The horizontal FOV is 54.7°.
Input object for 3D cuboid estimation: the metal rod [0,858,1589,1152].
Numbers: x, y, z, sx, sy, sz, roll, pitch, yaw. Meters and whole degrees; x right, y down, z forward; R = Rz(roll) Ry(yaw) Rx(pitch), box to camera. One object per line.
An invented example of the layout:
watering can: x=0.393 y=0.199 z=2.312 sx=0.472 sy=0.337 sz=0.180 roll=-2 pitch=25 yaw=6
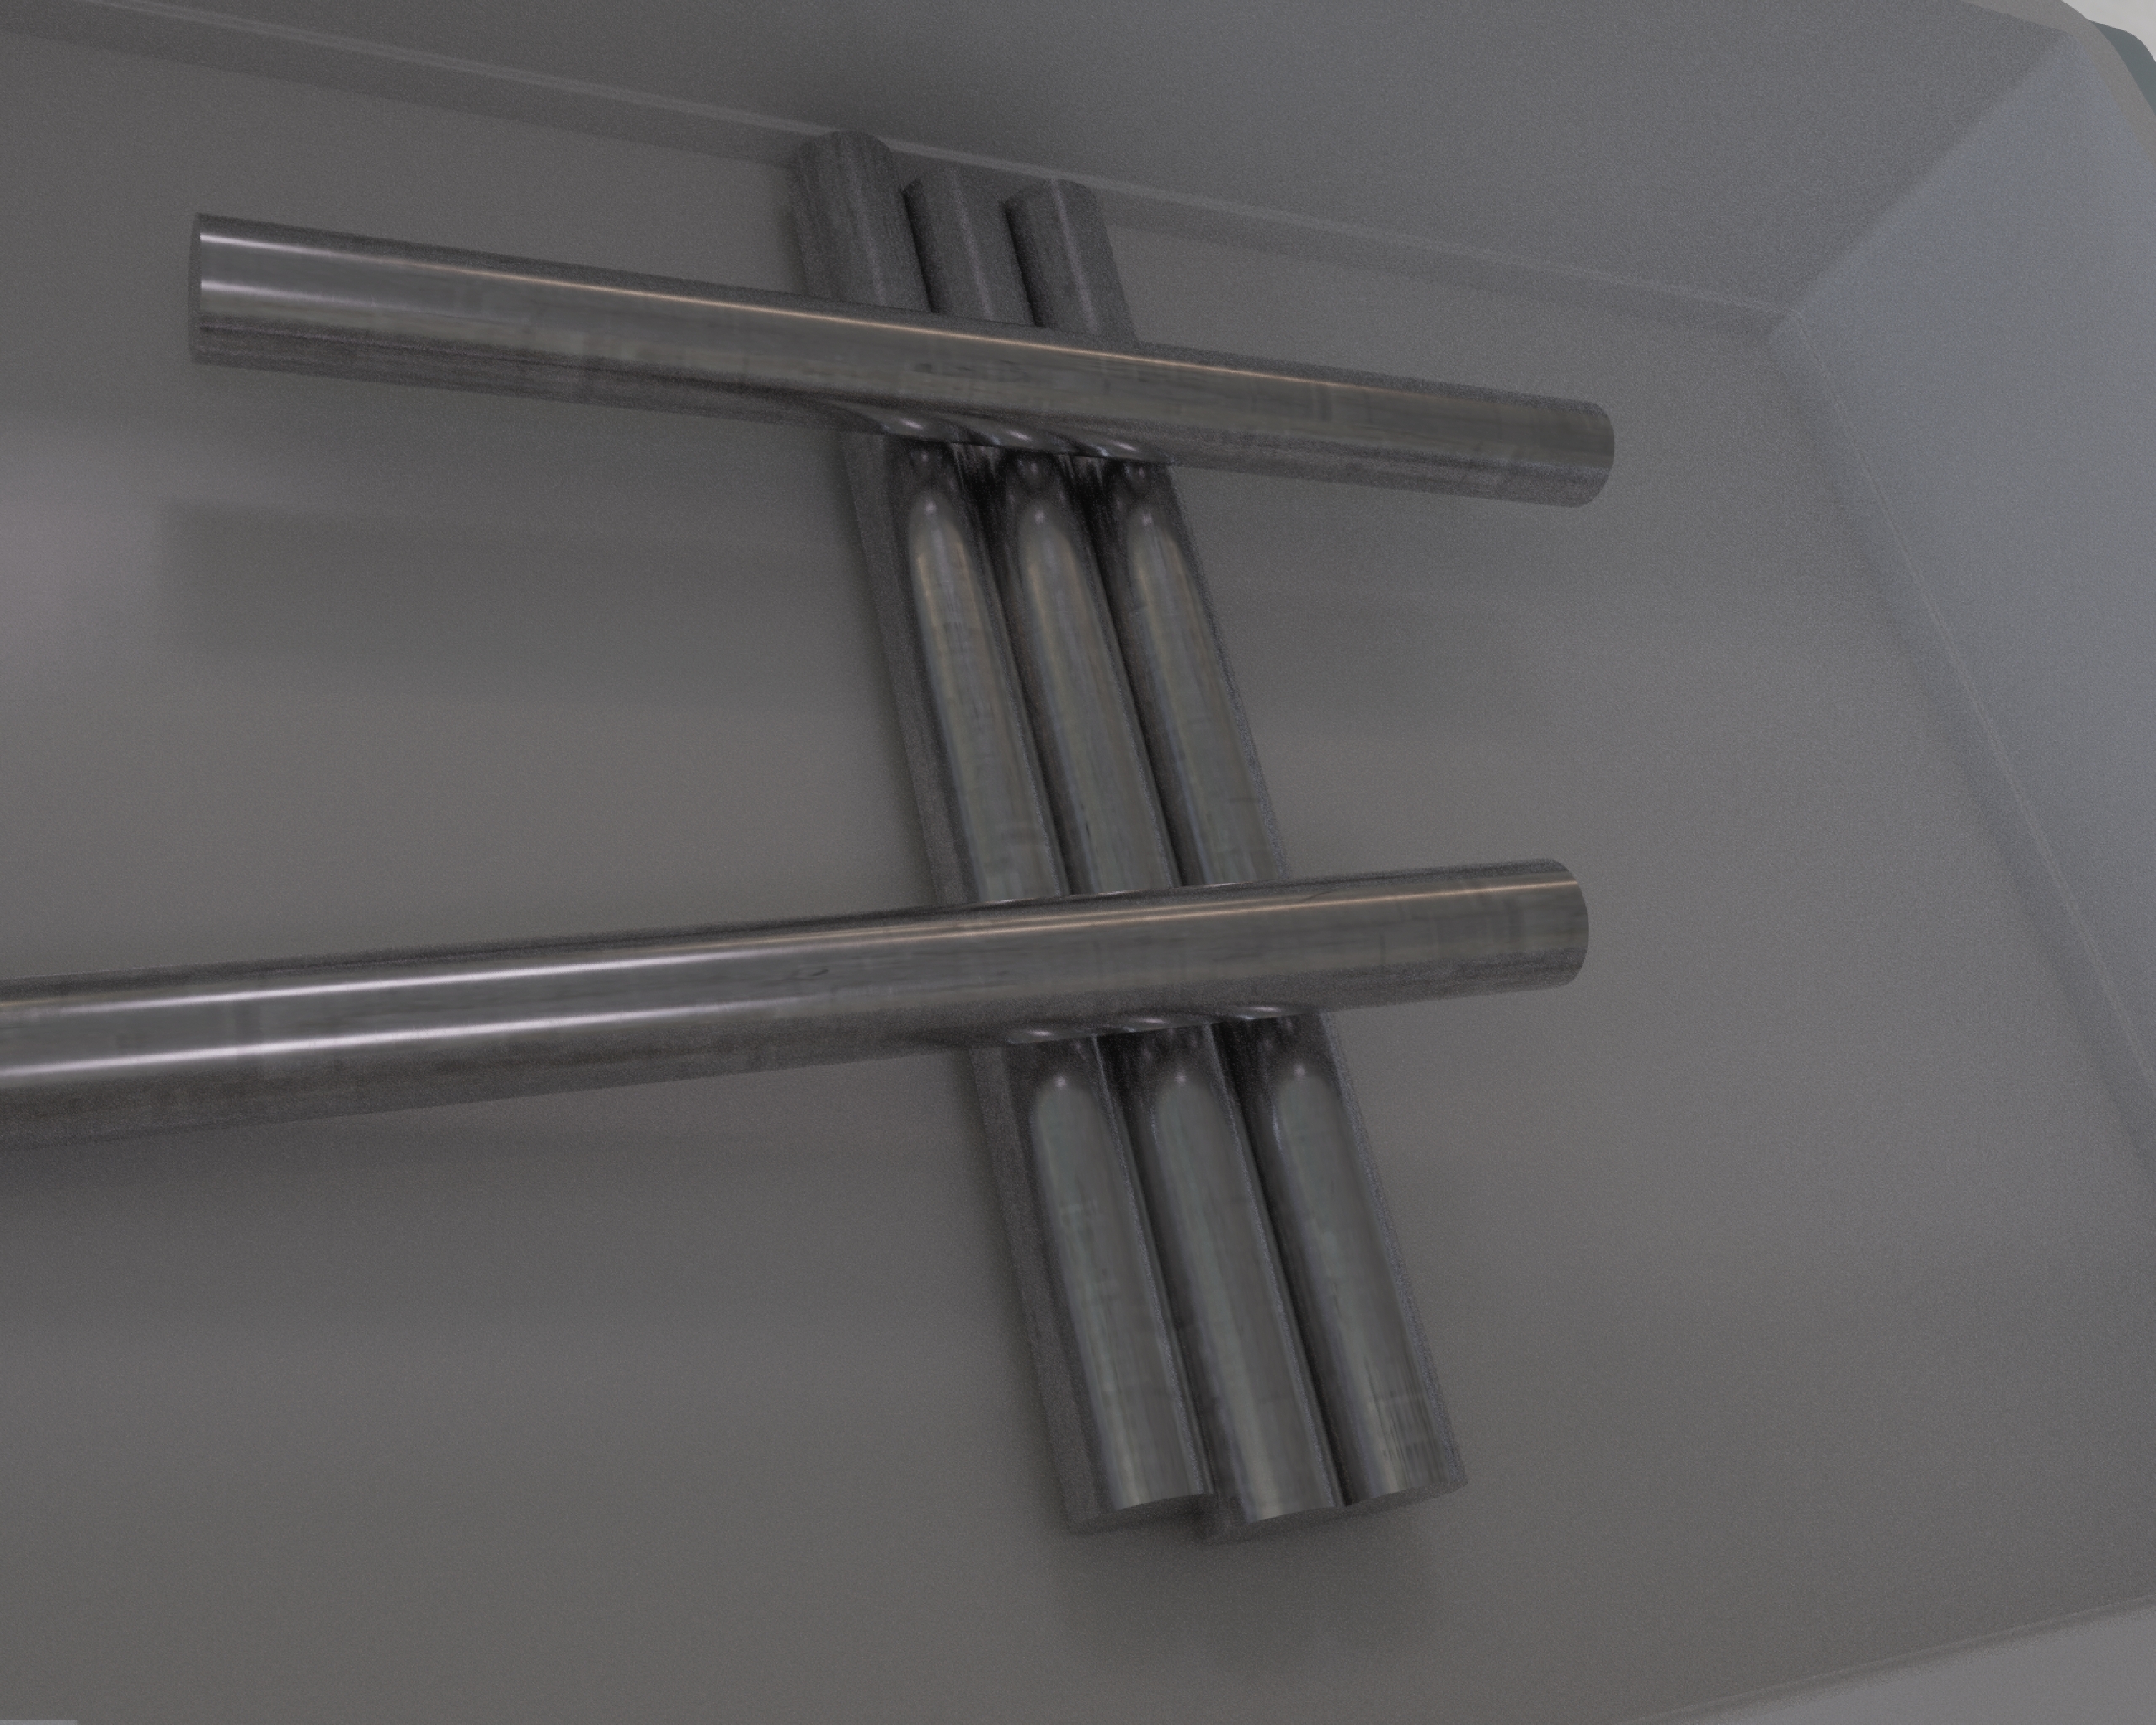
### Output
metal rod: x=-0.050 y=0.021 z=0.341 sx=0.303 sy=0.025 sz=0.025 roll=-4 pitch=64 yaw=-22

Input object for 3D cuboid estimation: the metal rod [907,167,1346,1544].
metal rod: x=0.002 y=-0.019 z=0.417 sx=0.025 sy=0.025 sz=0.299 roll=1 pitch=61 yaw=-28

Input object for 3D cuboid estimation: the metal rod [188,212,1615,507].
metal rod: x=-0.015 y=-0.097 z=0.422 sx=0.303 sy=0.025 sz=0.025 roll=0 pitch=62 yaw=-28

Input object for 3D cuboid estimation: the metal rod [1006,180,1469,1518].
metal rod: x=0.025 y=-0.020 z=0.429 sx=0.025 sy=0.025 sz=0.299 roll=1 pitch=61 yaw=-28

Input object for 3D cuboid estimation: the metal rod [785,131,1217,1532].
metal rod: x=-0.021 y=-0.024 z=0.408 sx=0.025 sy=0.025 sz=0.299 roll=1 pitch=61 yaw=-28
